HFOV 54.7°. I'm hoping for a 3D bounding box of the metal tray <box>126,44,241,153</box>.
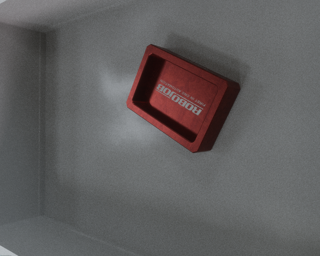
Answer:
[{"bbox_3d":[0.022,-0.039,0.383,0.130,0.030,0.089,35,111,34],"label":"metal tray"}]
